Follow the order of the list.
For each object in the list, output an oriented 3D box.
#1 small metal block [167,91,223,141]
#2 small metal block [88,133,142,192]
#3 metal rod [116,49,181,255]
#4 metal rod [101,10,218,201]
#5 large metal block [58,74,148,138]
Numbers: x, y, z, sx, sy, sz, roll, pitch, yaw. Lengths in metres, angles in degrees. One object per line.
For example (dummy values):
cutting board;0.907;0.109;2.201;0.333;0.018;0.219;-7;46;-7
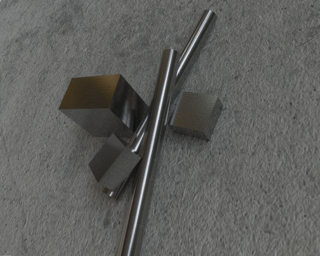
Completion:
small metal block;0.045;-0.016;0.389;0.050;0.025;0.050;13;68;33
small metal block;-0.055;0.040;0.370;0.050;0.025;0.050;-52;31;-1
metal rod;-0.014;0.039;0.367;0.025;0.025;0.299;1;68;28
metal rod;0.007;-0.042;0.424;0.025;0.025;0.300;17;70;34
large metal block;-0.073;-0.027;0.422;0.080;0.080;0.050;1;62;28
